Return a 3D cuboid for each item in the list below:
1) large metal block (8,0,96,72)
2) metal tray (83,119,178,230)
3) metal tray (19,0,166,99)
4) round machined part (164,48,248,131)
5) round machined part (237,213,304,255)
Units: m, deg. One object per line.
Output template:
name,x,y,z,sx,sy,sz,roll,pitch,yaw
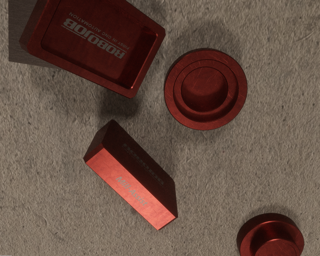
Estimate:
large metal block,-0.121,-0.113,0.353,0.081,0.050,0.079,8,110,-4
metal tray,-0.032,0.056,0.395,0.030,0.090,0.130,-39,106,13
metal tray,-0.064,-0.095,0.326,0.131,0.030,0.090,22,97,-43
round machined part,0.054,-0.049,0.383,0.099,0.042,0.097,0,110,-1
round machined part,0.170,0.182,0.471,0.099,0.042,0.097,0,110,-1
